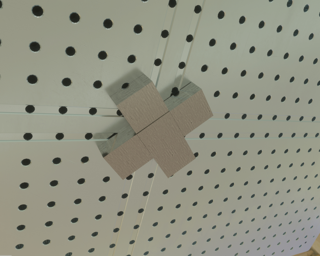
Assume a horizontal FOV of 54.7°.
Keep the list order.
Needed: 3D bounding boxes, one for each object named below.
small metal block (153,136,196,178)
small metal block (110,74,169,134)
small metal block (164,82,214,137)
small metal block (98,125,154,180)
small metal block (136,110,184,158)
[{"bbox_3d":[0.017,0.036,0.444,0.050,0.025,0.050,-35,129,-5],"label":"small metal block"},{"bbox_3d":[-0.024,-0.029,0.381,0.050,0.025,0.050,-35,129,-5],"label":"small metal block"},{"bbox_3d":[0.038,-0.025,0.417,0.050,0.025,0.050,-36,129,-5],"label":"small metal block"},{"bbox_3d":[-0.045,0.033,0.408,0.050,0.025,0.050,-36,129,-5],"label":"small metal block"},{"bbox_3d":[-0.003,0.004,0.412,0.050,0.025,0.050,-36,129,-5],"label":"small metal block"}]
